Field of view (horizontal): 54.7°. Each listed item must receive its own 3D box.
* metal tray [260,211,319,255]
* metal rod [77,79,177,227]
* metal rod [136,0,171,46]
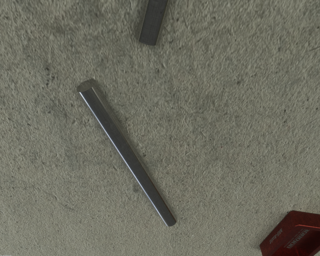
[{"bbox_3d":[0.261,0.211,0.587,0.091,0.030,0.129,11,129,-10],"label":"metal tray"},{"bbox_3d":[-0.034,0.056,0.454,0.025,0.025,0.299,-16,129,13],"label":"metal rod"},{"bbox_3d":[0.026,-0.203,0.234,0.025,0.025,0.298,11,129,-10],"label":"metal rod"}]
